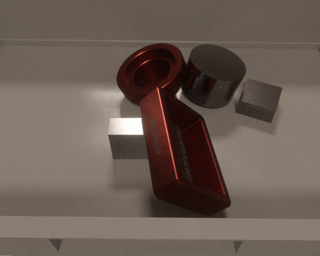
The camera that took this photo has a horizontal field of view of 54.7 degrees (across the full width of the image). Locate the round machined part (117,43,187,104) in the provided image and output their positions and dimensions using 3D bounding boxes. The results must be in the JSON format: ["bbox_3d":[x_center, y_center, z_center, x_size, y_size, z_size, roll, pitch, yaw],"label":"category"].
[{"bbox_3d":[-0.008,-0.071,0.440,0.098,0.042,0.098,-12,51,16],"label":"round machined part"}]

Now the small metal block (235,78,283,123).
[{"bbox_3d":[0.141,-0.039,0.440,0.050,0.025,0.050,19,52,15],"label":"small metal block"}]

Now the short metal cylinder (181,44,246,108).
[{"bbox_3d":[0.075,-0.075,0.442,0.081,0.050,0.080,9,48,-9],"label":"short metal cylinder"}]

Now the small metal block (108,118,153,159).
[{"bbox_3d":[-0.034,0.014,0.377,0.050,0.050,0.025,0,50,-1],"label":"small metal block"}]

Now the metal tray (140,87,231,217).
[{"bbox_3d":[0.026,0.024,0.345,0.030,0.090,0.130,-36,45,27],"label":"metal tray"}]
